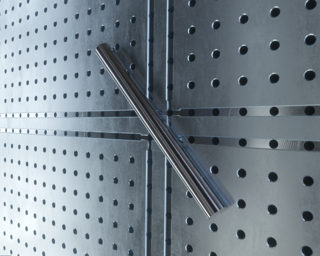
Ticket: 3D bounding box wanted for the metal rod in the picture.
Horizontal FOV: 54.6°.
[{"bbox_3d":[-0.012,-0.012,0.421,0.025,0.025,0.299,-50,61,28],"label":"metal rod"}]
